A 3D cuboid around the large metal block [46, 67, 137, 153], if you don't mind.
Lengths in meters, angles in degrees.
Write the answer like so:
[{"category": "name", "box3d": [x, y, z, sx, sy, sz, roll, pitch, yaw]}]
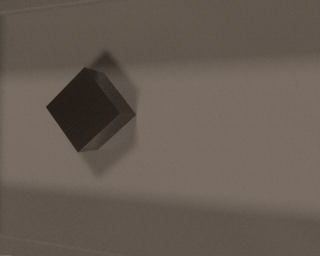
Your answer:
[{"category": "large metal block", "box3d": [-0.095, -0.024, 0.429, 0.080, 0.050, 0.080, -41, 77, 15]}]
